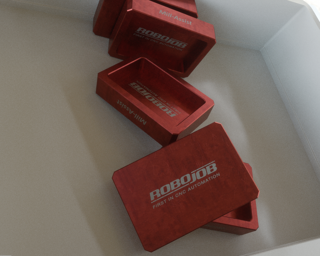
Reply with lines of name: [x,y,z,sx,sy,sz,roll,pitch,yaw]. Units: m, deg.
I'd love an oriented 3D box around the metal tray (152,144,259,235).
metal tray: [0.057,0.077,0.388,0.131,0.030,0.090,16,55,-19]

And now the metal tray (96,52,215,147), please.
metal tray: [-0.007,-0.041,0.403,0.130,0.030,0.091,38,49,17]

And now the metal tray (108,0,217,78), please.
metal tray: [0.002,-0.125,0.442,0.131,0.090,0.030,13,57,-22]

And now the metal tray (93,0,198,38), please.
metal tray: [-0.023,-0.161,0.451,0.131,0.090,0.030,9,58,-24]

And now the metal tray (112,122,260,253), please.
metal tray: [0.026,0.062,0.335,0.131,0.030,0.090,-26,77,-3]
